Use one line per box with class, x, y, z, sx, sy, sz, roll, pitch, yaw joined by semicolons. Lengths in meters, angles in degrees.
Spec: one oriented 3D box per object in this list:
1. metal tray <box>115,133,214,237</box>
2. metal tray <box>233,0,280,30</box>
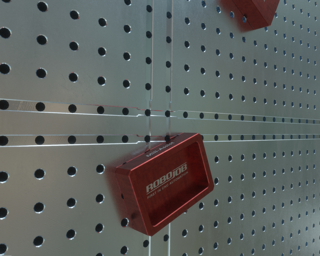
metal tray;0.012;0.070;0.415;0.131;0.030;0.090;-26;106;-37
metal tray;0.181;-0.256;0.555;0.090;0.030;0.130;37;67;-34
